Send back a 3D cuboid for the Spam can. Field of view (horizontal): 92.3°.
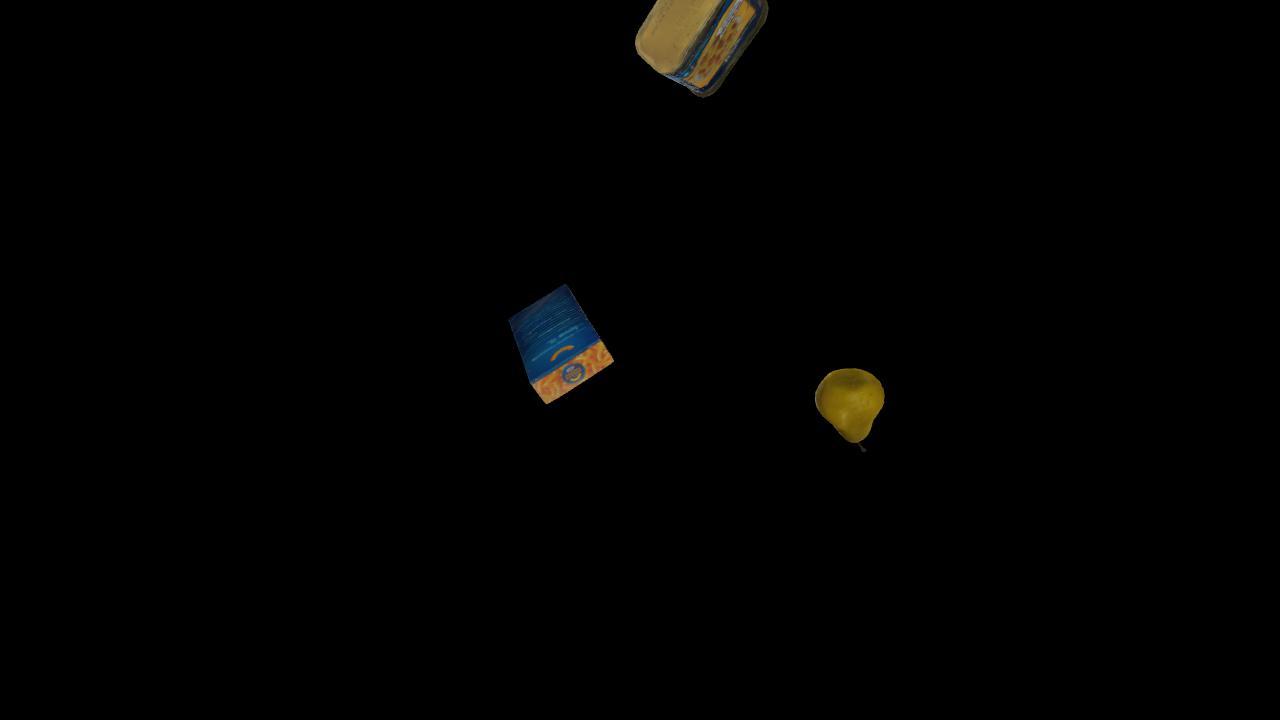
[{"bbox_3d":[0.054,-0.291,0.537,0.101,0.058,0.085,-51,-15,27],"label":"Spam can"}]

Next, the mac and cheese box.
[{"bbox_3d":[-0.101,-0.026,0.746,0.093,0.041,0.184,-31,32,-2],"label":"mac and cheese box"}]

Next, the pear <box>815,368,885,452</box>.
[{"bbox_3d":[0.257,0.066,0.757,0.080,0.111,0.080,-7,28,4],"label":"pear"}]
